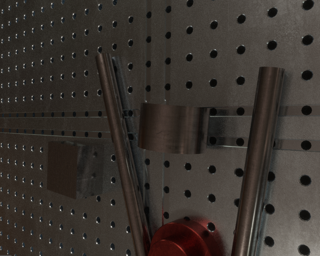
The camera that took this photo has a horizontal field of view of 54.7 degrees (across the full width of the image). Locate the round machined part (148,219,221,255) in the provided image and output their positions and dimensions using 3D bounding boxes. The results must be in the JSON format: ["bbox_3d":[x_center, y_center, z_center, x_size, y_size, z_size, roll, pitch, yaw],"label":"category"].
[{"bbox_3d":[0.023,0.165,0.377,0.098,0.042,0.097,0,90,39],"label":"round machined part"}]

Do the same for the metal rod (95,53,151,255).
[{"bbox_3d":[-0.054,0.033,0.451,0.025,0.025,0.299,-22,77,37],"label":"metal rod"}]

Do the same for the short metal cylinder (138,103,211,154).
[{"bbox_3d":[0.016,-0.001,0.359,0.080,0.081,0.050,8,95,39],"label":"short metal cylinder"}]

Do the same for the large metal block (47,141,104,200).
[{"bbox_3d":[-0.138,0.064,0.504,0.080,0.050,0.079,5,93,39],"label":"large metal block"}]

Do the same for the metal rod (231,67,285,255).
[{"bbox_3d":[0.096,0.087,0.329,0.025,0.025,0.298,12,97,39],"label":"metal rod"}]
